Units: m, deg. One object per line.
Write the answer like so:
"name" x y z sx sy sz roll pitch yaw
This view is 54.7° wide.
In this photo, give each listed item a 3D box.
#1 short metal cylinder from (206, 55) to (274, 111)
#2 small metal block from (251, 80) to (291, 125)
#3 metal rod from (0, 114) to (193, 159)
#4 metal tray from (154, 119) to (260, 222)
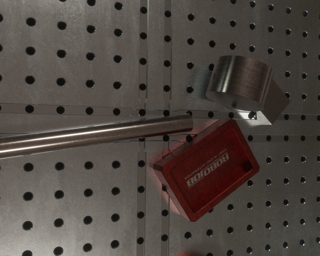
"short metal cylinder" 0.109 -0.059 0.425 0.081 0.080 0.050 19 84 -20
"small metal block" 0.163 -0.040 0.475 0.050 0.025 0.050 46 75 -15
"metal rod" -0.100 0.012 0.376 0.303 0.025 0.025 -8 93 -20
"metal tray" 0.068 0.056 0.436 0.131 0.030 0.090 -33 101 -17
